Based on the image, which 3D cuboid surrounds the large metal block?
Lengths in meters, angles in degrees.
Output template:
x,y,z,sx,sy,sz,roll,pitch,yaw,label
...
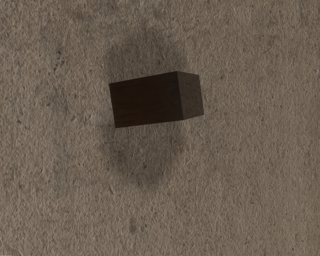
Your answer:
x,y,z,sx,sy,sz,roll,pitch,yaw,label
-0.001,-0.033,0.363,0.080,0.080,0.050,-6,94,23,large metal block
